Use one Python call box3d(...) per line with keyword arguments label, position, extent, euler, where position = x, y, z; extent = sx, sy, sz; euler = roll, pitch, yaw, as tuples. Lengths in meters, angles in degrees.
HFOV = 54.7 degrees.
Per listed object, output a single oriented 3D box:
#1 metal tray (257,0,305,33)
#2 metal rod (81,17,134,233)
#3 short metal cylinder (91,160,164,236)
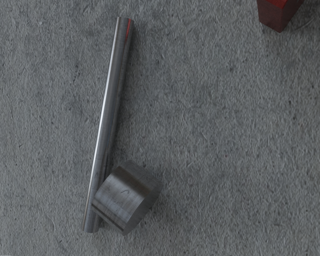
box3d(label="metal tray", position=(0.153, -0.173, 0.320), extent=(0.030, 0.090, 0.129), euler=(37, 102, 16))
box3d(label="metal rod", position=(-0.074, -0.002, 0.433), extent=(0.025, 0.025, 0.298), euler=(11, 94, 19))
box3d(label="short metal cylinder", position=(-0.040, 0.088, 0.393), extent=(0.050, 0.080, 0.080), euler=(34, 101, 16))
